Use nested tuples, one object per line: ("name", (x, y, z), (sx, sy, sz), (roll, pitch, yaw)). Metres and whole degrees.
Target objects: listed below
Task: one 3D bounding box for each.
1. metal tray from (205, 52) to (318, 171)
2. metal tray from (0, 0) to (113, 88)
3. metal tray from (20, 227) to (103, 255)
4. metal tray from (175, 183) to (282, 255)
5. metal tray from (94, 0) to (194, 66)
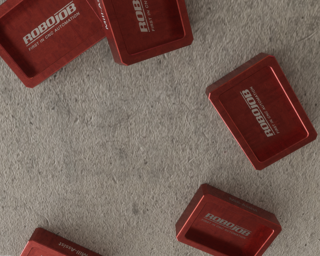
("metal tray", (0.131, -0.019, 0.401), (0.090, 0.030, 0.130), (-33, 107, 11))
("metal tray", (-0.129, -0.118, 0.362), (0.130, 0.030, 0.090), (-32, 107, 11))
("metal tray", (-0.156, 0.223, 0.487), (0.131, 0.030, 0.090), (30, 107, -11))
("metal tray", (0.100, 0.148, 0.462), (0.131, 0.030, 0.089), (25, 108, -9))
("metal tray", (-0.023, -0.143, 0.336), (0.091, 0.030, 0.129), (-23, 111, -17))
